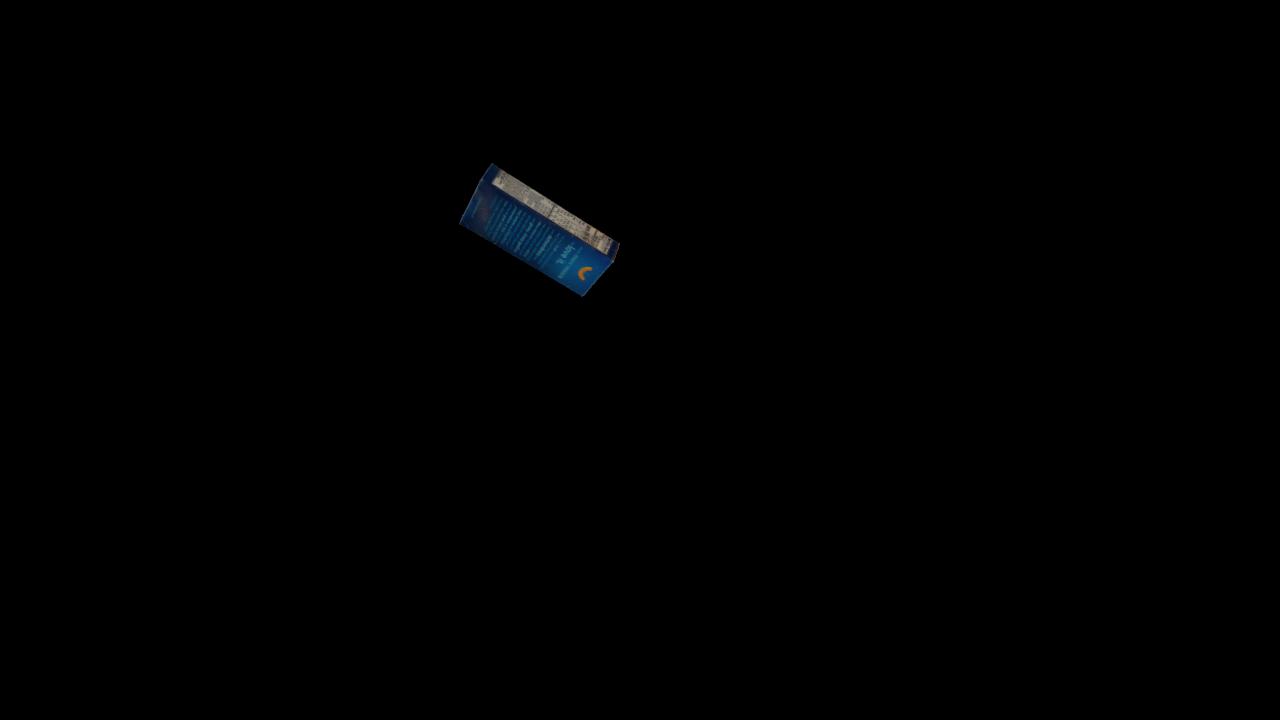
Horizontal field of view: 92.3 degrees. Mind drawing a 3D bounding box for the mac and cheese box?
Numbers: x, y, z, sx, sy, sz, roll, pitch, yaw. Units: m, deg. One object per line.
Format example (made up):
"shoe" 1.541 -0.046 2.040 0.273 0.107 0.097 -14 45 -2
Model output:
"mac and cheese box" -0.127 -0.160 0.781 0.184 0.041 0.093 30 -39 -17
